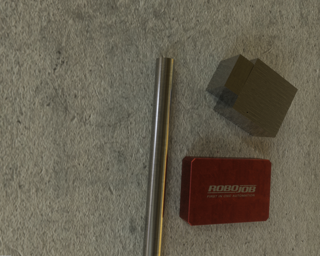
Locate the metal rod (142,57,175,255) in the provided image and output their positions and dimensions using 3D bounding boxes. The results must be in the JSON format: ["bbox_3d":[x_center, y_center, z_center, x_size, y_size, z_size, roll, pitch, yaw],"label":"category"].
[{"bbox_3d":[-0.003,0.058,0.409,0.025,0.025,0.298,4,89,-20],"label":"metal rod"}]

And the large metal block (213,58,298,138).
[{"bbox_3d":[0.138,-0.041,0.448,0.080,0.050,0.080,32,80,-18],"label":"large metal block"}]

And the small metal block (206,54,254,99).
[{"bbox_3d":[0.096,-0.071,0.433,0.025,0.050,0.050,31,80,-18],"label":"small metal block"}]

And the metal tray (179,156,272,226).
[{"bbox_3d":[0.095,0.088,0.443,0.131,0.030,0.089,3,89,-21],"label":"metal tray"}]
